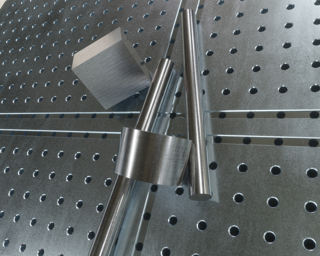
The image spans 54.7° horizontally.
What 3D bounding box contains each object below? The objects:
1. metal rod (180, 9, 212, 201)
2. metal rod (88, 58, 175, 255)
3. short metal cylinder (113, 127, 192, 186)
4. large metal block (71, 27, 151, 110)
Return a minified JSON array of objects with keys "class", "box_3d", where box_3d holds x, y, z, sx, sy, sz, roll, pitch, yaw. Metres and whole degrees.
[{"class":"metal rod","box_3d":[0.044,-0.052,0.416,0.025,0.025,0.299,-13,56,21]},{"class":"metal rod","box_3d":[-0.033,0.036,0.403,0.025,0.025,0.300,4,63,30]},{"class":"short metal cylinder","box_3d":[-0.008,0.031,0.350,0.080,0.080,0.050,11,89,32]},{"class":"large metal block","box_3d":[-0.070,-0.086,0.456,0.080,0.080,0.050,-28,37,11]}]
